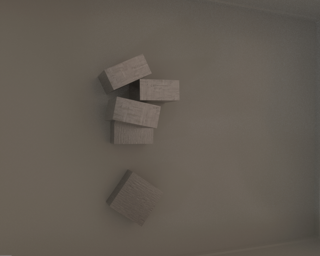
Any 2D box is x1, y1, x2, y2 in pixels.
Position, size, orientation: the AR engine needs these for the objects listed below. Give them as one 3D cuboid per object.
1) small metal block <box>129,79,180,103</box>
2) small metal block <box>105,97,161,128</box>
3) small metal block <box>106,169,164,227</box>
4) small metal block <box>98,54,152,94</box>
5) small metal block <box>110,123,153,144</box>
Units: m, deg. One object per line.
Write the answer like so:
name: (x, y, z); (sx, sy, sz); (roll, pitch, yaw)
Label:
small metal block: (-0.009, -0.046, 0.394); (0.050, 0.050, 0.025); (-1, 91, -20)
small metal block: (-0.033, -0.017, 0.358); (0.050, 0.050, 0.025); (11, 86, -20)
small metal block: (-0.032, 0.089, 0.399); (0.050, 0.025, 0.050); (37, 78, -16)
small metal block: (-0.045, -0.065, 0.381); (0.050, 0.050, 0.025); (-27, 99, -18)
small metal block: (-0.036, -0.005, 0.397); (0.050, 0.025, 0.050); (0, 90, -20)
